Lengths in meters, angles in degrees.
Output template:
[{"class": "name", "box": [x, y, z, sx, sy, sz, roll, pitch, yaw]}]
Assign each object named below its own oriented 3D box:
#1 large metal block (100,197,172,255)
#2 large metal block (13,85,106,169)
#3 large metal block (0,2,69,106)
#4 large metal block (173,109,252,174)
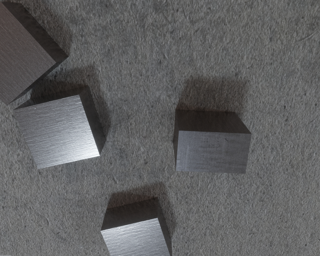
[{"class": "large metal block", "box": [-0.031, 0.157, 0.454, 0.080, 0.050, 0.080, -14, 110, 5]}, {"class": "large metal block", "box": [-0.123, -0.002, 0.394, 0.080, 0.050, 0.080, -13, 110, 4]}, {"class": "large metal block", "box": [-0.171, -0.087, 0.363, 0.080, 0.050, 0.080, -37, 106, 12]}, {"class": "large metal block", "box": [0.060, 0.014, 0.386, 0.081, 0.080, 0.050, 3, 110, -1]}]
